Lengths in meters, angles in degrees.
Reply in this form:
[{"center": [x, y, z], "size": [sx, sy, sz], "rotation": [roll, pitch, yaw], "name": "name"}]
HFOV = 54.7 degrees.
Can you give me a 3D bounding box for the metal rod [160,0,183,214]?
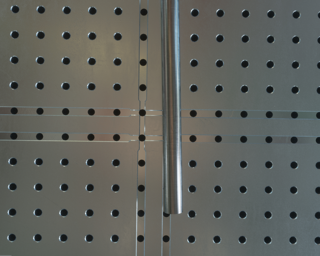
[{"center": [0.015, -0.037, 0.413], "size": [0.025, 0.025, 0.298], "rotation": [-1, 90, -1], "name": "metal rod"}]
